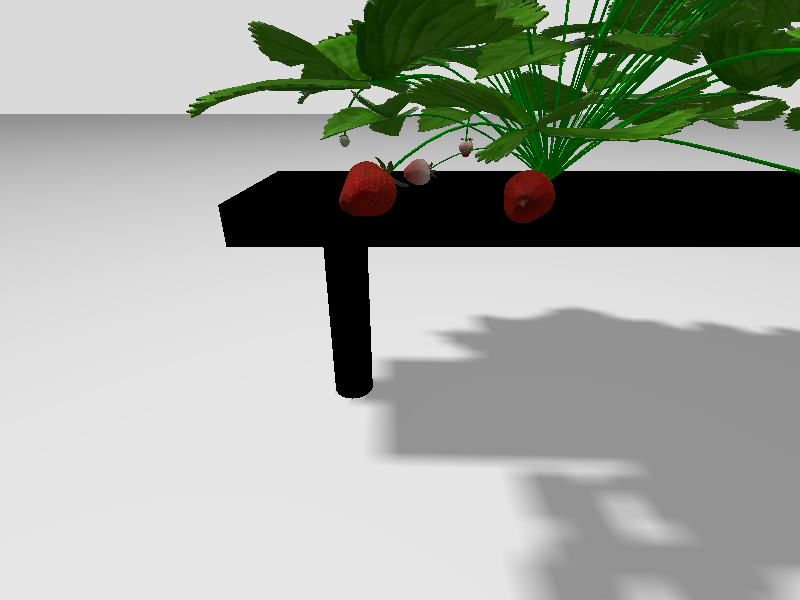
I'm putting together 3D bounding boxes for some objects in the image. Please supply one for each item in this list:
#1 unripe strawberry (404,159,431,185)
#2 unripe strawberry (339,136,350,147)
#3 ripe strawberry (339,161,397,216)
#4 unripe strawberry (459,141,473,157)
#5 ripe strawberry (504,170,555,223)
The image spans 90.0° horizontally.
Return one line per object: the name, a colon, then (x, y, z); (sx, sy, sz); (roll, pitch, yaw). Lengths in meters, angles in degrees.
unripe strawberry: (0.014, -0.104, 0.326); (0.021, 0.021, 0.020); (-9, 27, -2)
unripe strawberry: (-0.061, -0.175, 0.442); (0.011, 0.011, 0.011); (16, 31, 30)
ripe strawberry: (-0.020, -0.062, 0.231); (0.034, 0.029, 0.034); (-41, 42, -19)
unripe strawberry: (0.083, -0.190, 0.503); (0.018, 0.019, 0.019); (-6, 27, -11)
ripe strawberry: (0.071, -0.056, 0.223); (0.028, 0.029, 0.030); (11, 29, 21)
